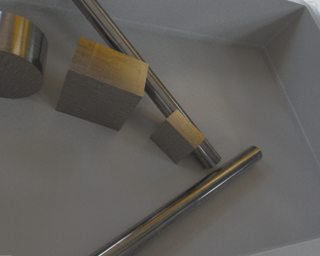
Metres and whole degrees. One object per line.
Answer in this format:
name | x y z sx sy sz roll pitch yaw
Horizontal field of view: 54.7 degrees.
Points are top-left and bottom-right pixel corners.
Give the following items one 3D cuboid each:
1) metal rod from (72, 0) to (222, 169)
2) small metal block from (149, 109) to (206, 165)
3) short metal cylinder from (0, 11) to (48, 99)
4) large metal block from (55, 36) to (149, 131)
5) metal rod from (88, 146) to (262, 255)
metal rod | -0.020 -0.069 0.406 0.300 0.025 0.025 51 51 -5
small metal block | 0.021 0.012 0.395 0.050 0.050 0.025 45 51 3
short metal cylinder | -0.164 -0.074 0.328 0.081 0.080 0.050 9 58 -24
large metal block | -0.069 -0.048 0.363 0.081 0.080 0.050 19 54 -18
metal rod | 0.031 0.089 0.369 0.302 0.025 0.025 -25 76 -37
